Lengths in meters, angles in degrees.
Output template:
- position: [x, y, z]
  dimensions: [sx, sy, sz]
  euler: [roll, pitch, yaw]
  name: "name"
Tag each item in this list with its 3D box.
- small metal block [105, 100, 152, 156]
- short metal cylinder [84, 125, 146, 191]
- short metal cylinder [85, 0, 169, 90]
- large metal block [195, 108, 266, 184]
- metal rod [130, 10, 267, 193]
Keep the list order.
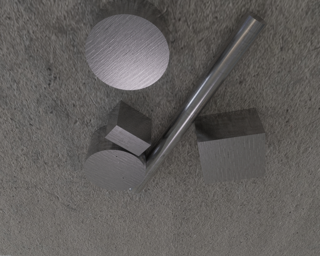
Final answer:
- position: [-0.038, 0.000, 0.390]
  dimensions: [0.050, 0.050, 0.025]
  euler: [32, 123, -24]
  name: "small metal block"
- position: [-0.059, 0.041, 0.425]
  dimensions: [0.081, 0.050, 0.079]
  euler: [0, 130, 0]
  name: "short metal cylinder"
- position: [-0.031, -0.086, 0.317]
  dimensions: [0.081, 0.050, 0.079]
  euler: [0, 130, 0]
  name: "short metal cylinder"
- position: [0.093, 0.025, 0.413]
  dimensions: [0.080, 0.050, 0.080]
  euler: [-9, 130, 7]
  name: "large metal block"
- position: [0.030, -0.010, 0.398]
  dimensions: [0.025, 0.025, 0.298]
  euler: [21, 127, -17]
  name: "metal rod"
